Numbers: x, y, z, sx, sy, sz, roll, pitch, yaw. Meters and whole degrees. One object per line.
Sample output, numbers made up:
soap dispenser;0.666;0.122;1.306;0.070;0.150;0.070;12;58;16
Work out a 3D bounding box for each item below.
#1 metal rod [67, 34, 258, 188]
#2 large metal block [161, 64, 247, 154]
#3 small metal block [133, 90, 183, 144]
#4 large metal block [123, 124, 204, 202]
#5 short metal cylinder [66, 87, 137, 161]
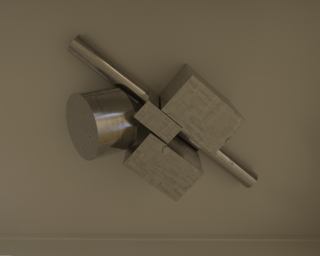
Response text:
metal rod;0.013;-0.014;0.406;0.301;0.025;0.025;37;106;-13
large metal block;0.048;-0.027;0.372;0.080;0.080;0.050;38;105;-13
small metal block;-0.002;-0.015;0.367;0.050;0.050;0.025;39;105;-14
large metal block;0.004;0.034;0.394;0.080;0.080;0.050;37;106;-13
short metal cylinder;-0.071;-0.006;0.371;0.050;0.080;0.079;-15;116;-37
